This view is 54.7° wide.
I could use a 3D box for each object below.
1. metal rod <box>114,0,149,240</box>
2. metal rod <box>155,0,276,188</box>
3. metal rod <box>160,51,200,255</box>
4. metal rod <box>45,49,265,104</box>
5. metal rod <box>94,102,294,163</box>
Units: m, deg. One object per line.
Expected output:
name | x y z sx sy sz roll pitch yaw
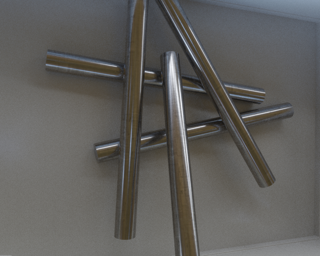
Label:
metal rod | -0.033 -0.021 0.370 0.025 0.025 0.298 4 89 -20
metal rod | 0.075 -0.049 0.410 0.025 0.025 0.299 -35 101 -17
metal rod | 0.022 0.049 0.344 0.025 0.025 0.299 4 68 -20
metal rod | 0.009 -0.064 0.413 0.302 0.025 0.025 6 88 -20
metal rod | 0.060 0.002 0.432 0.302 0.025 0.025 -12 94 -20
